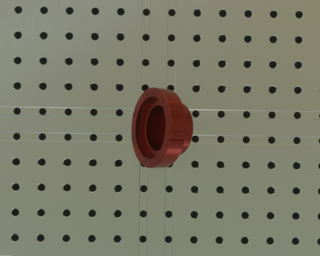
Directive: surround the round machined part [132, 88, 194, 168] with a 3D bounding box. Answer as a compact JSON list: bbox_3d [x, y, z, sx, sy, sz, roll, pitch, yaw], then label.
[{"bbox_3d":[0.005,0.000,0.386,0.042,0.098,0.097,3,90,-31],"label":"round machined part"}]
